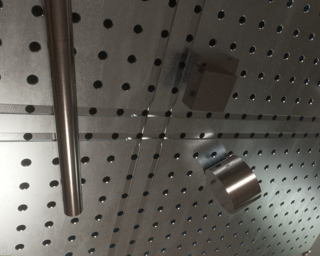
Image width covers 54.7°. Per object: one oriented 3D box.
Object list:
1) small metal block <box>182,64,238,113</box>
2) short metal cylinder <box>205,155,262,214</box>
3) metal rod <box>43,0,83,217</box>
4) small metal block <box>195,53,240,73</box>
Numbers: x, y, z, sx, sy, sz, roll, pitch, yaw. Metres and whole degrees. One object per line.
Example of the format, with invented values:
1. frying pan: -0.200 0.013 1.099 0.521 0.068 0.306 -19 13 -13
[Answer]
1. small metal block: 0.061 -0.048 0.384 0.050 0.025 0.050 3 117 -30
2. short metal cylinder: 0.116 0.090 0.497 0.050 0.080 0.080 -27 128 -12
3. metal rod: -0.104 -0.019 0.343 0.025 0.025 0.298 -9 123 -24
4. small metal block: 0.071 -0.070 0.408 0.050 0.025 0.050 -4 121 -27
